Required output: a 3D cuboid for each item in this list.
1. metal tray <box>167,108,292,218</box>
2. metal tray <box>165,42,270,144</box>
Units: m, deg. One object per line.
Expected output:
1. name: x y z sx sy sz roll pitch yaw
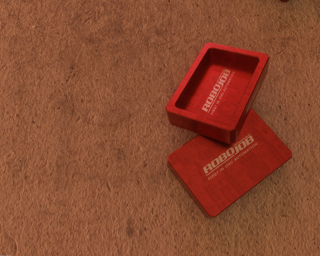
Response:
1. metal tray: 0.086 0.040 0.391 0.131 0.030 0.090 -34 74 -12
2. metal tray: 0.076 -0.050 0.402 0.090 0.030 0.130 19 62 23
